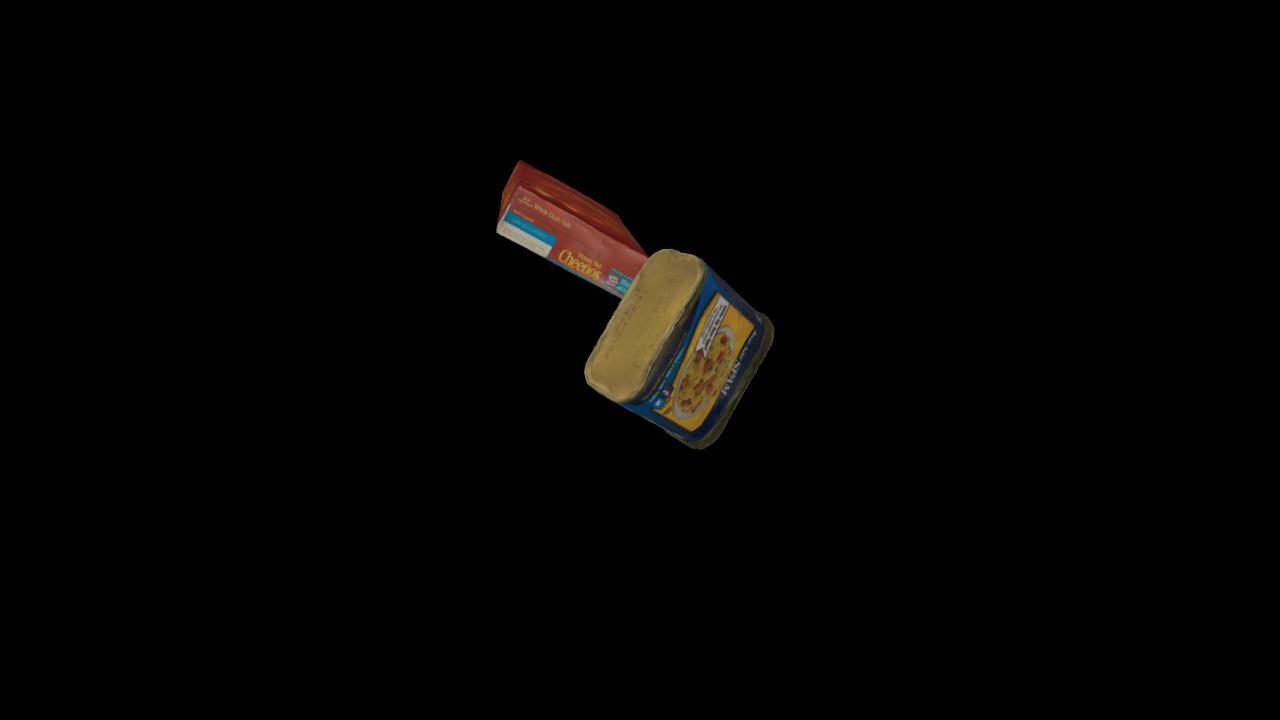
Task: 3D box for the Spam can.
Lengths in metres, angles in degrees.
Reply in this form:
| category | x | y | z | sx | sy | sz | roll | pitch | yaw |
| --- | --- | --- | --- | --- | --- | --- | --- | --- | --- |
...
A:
| category | x | y | z | sx | sy | sz | roll | pitch | yaw |
| --- | --- | --- | --- | --- | --- | --- | --- | --- | --- |
| Spam can | 0.026 | -0.006 | 0.385 | 0.058 | 0.101 | 0.085 | 26 | -4 | 45 |

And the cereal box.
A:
| category | x | y | z | sx | sy | sz | roll | pitch | yaw |
| --- | --- | --- | --- | --- | --- | --- | --- | --- | --- |
| cereal box | -0.112 | -0.209 | 0.946 | 0.203 | 0.081 | 0.306 | 25 | 17 | -21 |
